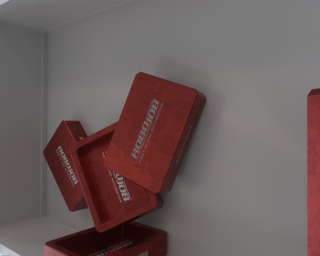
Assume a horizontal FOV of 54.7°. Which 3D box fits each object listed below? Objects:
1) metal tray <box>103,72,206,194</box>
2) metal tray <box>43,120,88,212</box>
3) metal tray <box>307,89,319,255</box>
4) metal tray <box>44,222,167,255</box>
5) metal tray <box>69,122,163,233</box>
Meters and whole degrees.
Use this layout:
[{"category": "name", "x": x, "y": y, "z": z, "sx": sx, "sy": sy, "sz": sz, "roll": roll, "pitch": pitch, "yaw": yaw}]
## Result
[{"category": "metal tray", "x": -0.009, "y": 0.005, "z": 0.386, "sx": 0.090, "sy": 0.030, "sz": 0.129, "roll": 23, "pitch": 93, "yaw": 28}, {"category": "metal tray", "x": -0.145, "y": 0.062, "z": 0.523, "sx": 0.090, "sy": 0.030, "sz": 0.130, "roll": -50, "pitch": 61, "yaw": 28}, {"category": "metal tray", "x": 0.154, "y": 0.036, "z": 0.233, "sx": 0.030, "sy": 0.091, "sz": 0.129, "roll": 0, "pitch": 90, "yaw": 63}, {"category": "metal tray", "x": -0.064, "y": 0.153, "z": 0.392, "sx": 0.090, "sy": 0.131, "sz": 0.030, "roll": 2, "pitch": 92, "yaw": 40}, {"category": "metal tray", "x": -0.062, "y": 0.066, "z": 0.429, "sx": 0.090, "sy": 0.030, "sz": 0.130, "roll": -26, "pitch": 71, "yaw": 6}]
